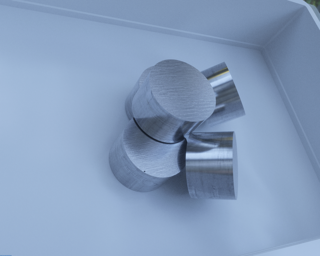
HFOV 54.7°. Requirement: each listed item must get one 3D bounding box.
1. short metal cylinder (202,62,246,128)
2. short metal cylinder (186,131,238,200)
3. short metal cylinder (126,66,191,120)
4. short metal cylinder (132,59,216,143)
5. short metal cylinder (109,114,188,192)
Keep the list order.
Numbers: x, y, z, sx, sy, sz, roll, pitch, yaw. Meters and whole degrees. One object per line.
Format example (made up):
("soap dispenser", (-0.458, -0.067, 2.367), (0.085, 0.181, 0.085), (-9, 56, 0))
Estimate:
("short metal cylinder", (0.081, -0.046, 0.435), (0.080, 0.050, 0.080), (-22, 90, -78))
("short metal cylinder", (0.064, 0.044, 0.369), (0.050, 0.080, 0.080), (-2, 53, 17))
("short metal cylinder", (0.001, -0.035, 0.411), (0.081, 0.050, 0.080), (14, 56, -21))
("short metal cylinder", (0.015, -0.030, 0.349), (0.081, 0.050, 0.080), (14, 56, -21))
("short metal cylinder", (-0.013, 0.029, 0.365), (0.081, 0.050, 0.080), (14, 56, -21))
